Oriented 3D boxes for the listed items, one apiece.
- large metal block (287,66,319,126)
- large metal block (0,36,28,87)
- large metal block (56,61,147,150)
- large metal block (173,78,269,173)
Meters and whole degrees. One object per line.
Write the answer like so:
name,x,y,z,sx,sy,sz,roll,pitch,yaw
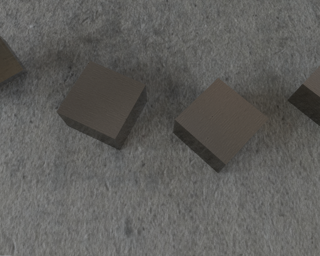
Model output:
large metal block,0.237,-0.047,0.415,0.080,0.050,0.080,43,75,14
large metal block,-0.223,-0.074,0.396,0.080,0.080,0.050,-34,107,-12
large metal block,-0.072,-0.029,0.404,0.080,0.050,0.080,24,72,8
large metal block,0.075,-0.002,0.397,0.080,0.050,0.080,43,75,13
